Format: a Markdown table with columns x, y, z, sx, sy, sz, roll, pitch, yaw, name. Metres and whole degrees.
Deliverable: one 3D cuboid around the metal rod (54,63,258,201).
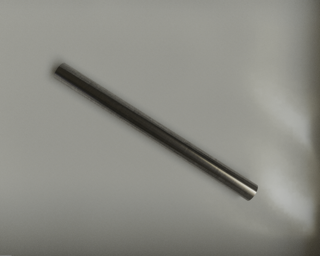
| x | y | z | sx | sy | sz | roll | pitch | yaw | name |
| --- | --- | --- | --- | --- | --- | --- | --- | --- | --- |
| -0.005 | 0.005 | 0.409 | 0.301 | 0.025 | 0.025 | 32 | 90 | -1 | metal rod |
